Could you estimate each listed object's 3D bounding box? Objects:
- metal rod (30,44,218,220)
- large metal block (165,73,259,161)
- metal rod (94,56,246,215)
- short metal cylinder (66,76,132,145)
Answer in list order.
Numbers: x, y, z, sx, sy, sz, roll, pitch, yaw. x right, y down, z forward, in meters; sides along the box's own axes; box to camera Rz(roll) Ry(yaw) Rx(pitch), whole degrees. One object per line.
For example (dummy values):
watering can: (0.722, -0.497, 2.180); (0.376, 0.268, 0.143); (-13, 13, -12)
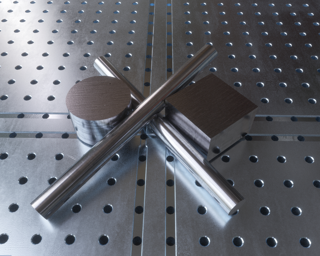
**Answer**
metal rod: (-0.029, -0.009, 0.383); (0.025, 0.025, 0.301); (35, 66, 25)
large metal block: (0.063, -0.015, 0.399); (0.081, 0.050, 0.080); (-31, 57, -24)
metal rod: (-0.005, -0.008, 0.409); (0.025, 0.025, 0.300); (-29, 56, -22)
short metal cylinder: (-0.077, -0.023, 0.405); (0.081, 0.050, 0.080); (0, 50, 0)
